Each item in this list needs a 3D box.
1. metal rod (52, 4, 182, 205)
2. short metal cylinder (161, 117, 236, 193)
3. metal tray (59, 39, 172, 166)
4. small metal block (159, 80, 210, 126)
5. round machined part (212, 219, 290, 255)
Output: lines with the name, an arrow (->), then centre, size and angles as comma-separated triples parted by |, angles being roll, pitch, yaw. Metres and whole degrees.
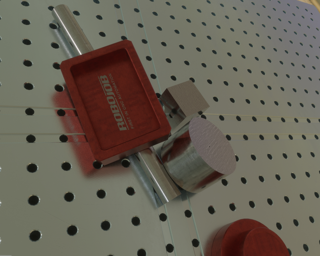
metal rod -> -0.062, -0.040, 0.399 | 0.025, 0.025, 0.299 | -22, 74, -36
short metal cylinder -> 0.048, 0.033, 0.385 | 0.080, 0.050, 0.080 | 30, 38, -27
metal tray -> -0.053, -0.032, 0.368 | 0.091, 0.030, 0.130 | -22, 76, -9
small metal block -> 0.036, -0.038, 0.453 | 0.050, 0.025, 0.050 | -24, 75, -37
round machined part -> 0.114, 0.156, 0.366 | 0.099, 0.042, 0.098 | 14, 56, -21
